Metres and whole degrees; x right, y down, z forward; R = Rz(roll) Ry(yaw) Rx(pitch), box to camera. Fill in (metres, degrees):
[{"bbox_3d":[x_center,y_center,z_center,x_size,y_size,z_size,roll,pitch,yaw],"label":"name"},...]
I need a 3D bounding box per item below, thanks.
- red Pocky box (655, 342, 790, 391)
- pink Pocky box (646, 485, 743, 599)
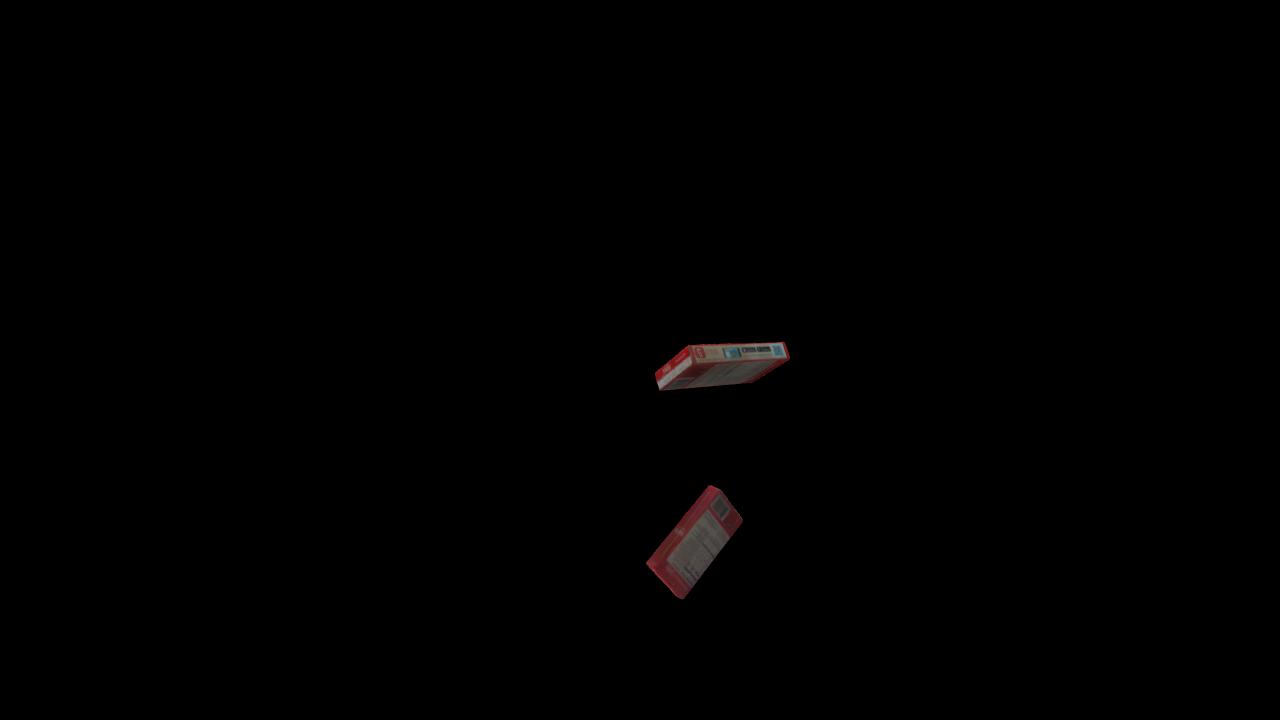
[{"bbox_3d":[0.102,0.007,0.763,0.155,0.028,0.083,-3,-24,-32],"label":"red Pocky box"},{"bbox_3d":[0.084,0.273,0.925,0.155,0.084,0.029,-47,31,-19],"label":"pink Pocky box"}]
